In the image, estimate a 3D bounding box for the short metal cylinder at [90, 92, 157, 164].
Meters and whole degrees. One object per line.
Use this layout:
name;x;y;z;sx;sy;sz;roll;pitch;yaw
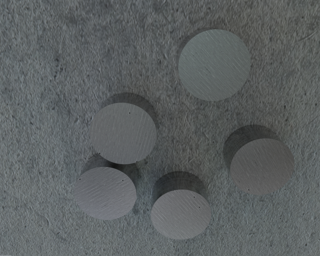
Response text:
short metal cylinder;-0.044;-0.001;0.396;0.081;0.050;0.079;0;110;0

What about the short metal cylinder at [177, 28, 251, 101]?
short metal cylinder;0.061;-0.077;0.368;0.081;0.050;0.079;0;110;0

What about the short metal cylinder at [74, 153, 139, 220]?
short metal cylinder;-0.071;0.077;0.424;0.081;0.050;0.079;0;110;0

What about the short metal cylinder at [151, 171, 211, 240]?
short metal cylinder;0.028;0.108;0.436;0.081;0.050;0.079;0;110;0

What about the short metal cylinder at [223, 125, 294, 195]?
short metal cylinder;0.129;0.041;0.413;0.081;0.050;0.079;0;110;0
